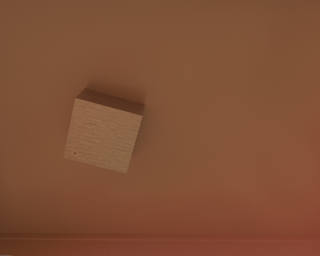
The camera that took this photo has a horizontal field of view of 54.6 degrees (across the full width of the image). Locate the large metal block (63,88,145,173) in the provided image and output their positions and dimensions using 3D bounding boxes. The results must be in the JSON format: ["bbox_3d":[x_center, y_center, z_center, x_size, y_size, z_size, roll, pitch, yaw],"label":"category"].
[{"bbox_3d":[-0.070,0.003,0.398,0.080,0.050,0.079,15,109,-6],"label":"large metal block"}]
